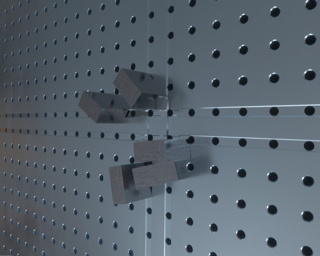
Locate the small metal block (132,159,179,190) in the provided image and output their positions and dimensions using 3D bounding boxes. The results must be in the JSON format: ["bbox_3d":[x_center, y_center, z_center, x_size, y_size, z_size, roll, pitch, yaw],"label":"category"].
[{"bbox_3d":[-0.003,0.058,0.384,0.050,0.050,0.025,-13,80,3],"label":"small metal block"}]

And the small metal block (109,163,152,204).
[{"bbox_3d":[-0.040,0.075,0.428,0.025,0.050,0.050,-14,81,39],"label":"small metal block"}]

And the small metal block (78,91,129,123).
[{"bbox_3d":[-0.085,-0.031,0.465,0.050,0.050,0.025,39,114,33],"label":"small metal block"}]

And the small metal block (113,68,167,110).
[{"bbox_3d":[-0.027,-0.052,0.416,0.050,0.050,0.025,52,121,27],"label":"small metal block"}]

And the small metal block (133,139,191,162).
[{"bbox_3d":[0.003,0.028,0.391,0.050,0.050,0.025,-8,84,40],"label":"small metal block"}]
